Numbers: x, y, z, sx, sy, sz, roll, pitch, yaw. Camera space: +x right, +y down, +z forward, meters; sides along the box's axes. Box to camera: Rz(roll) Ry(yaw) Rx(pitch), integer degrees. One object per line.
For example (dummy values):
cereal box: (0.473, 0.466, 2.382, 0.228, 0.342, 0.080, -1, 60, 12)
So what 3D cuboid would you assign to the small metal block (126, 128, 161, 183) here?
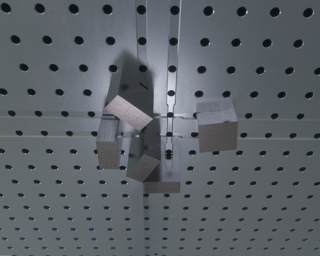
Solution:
small metal block: (-0.022, 0.038, 0.427, 0.025, 0.050, 0.050, 24, 126, -19)

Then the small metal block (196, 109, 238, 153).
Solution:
small metal block: (0.076, 0.005, 0.416, 0.050, 0.025, 0.050, -6, 130, 4)

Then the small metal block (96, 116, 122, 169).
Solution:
small metal block: (-0.066, 0.019, 0.411, 0.025, 0.050, 0.050, 1, 130, -1)

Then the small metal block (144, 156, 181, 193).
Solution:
small metal block: (0.003, 0.067, 0.452, 0.050, 0.050, 0.025, -1, 130, 0)

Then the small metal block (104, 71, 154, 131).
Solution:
small metal block: (-0.035, -0.032, 0.368, 0.050, 0.050, 0.025, 34, 122, -26)
